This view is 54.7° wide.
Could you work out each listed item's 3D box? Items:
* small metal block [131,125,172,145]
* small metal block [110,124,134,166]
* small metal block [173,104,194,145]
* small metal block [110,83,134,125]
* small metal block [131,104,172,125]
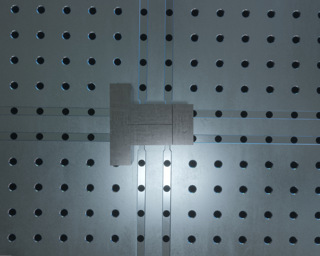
[{"bbox_3d":[-0.010,0.008,0.400,0.050,0.050,0.025,0,90,-1],"label":"small metal block"},{"bbox_3d":[-0.048,0.020,0.400,0.025,0.050,0.050,0,90,0],"label":"small metal block"},{"bbox_3d":[0.028,-0.004,0.401,0.025,0.050,0.050,0,90,0],"label":"small metal block"},{"bbox_3d":[-0.048,-0.029,0.399,0.025,0.050,0.050,0,90,0],"label":"small metal block"},{"bbox_3d":[-0.010,-0.017,0.400,0.050,0.050,0.025,0,90,-1],"label":"small metal block"}]
